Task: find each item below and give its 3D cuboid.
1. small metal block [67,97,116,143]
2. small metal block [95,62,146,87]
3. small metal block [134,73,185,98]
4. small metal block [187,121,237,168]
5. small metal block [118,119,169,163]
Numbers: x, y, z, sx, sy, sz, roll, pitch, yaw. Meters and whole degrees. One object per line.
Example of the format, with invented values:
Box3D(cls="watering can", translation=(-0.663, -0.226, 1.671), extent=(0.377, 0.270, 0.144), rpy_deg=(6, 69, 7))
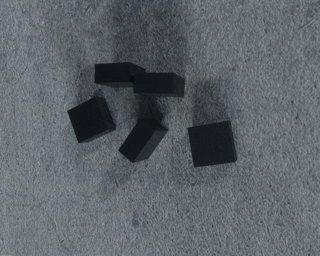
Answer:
Box3D(cls="small metal block", translation=(-0.098, -0.011, 0.443), extent=(0.050, 0.025, 0.050), rpy_deg=(-24, 82, 18))
Box3D(cls="small metal block", translation=(-0.052, -0.070, 0.414), extent=(0.050, 0.050, 0.025), rpy_deg=(1, 91, 20))
Box3D(cls="small metal block", translation=(0.000, -0.054, 0.395), extent=(0.050, 0.050, 0.025), rpy_deg=(4, 92, 20))
Box3D(cls="small metal block", translation=(0.066, 0.020, 0.386), extent=(0.050, 0.025, 0.050), rpy_deg=(-10, 87, 19))
Box3D(cls="small metal block", translation=(-0.020, 0.016, 0.403), extent=(0.025, 0.050, 0.050), rpy_deg=(38, 102, 16))
